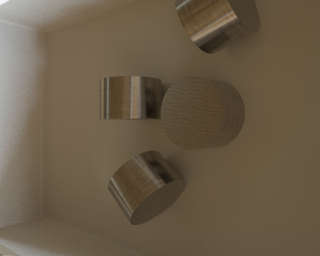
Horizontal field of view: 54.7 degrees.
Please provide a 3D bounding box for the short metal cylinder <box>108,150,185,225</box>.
[{"bbox_3d":[-0.016,0.074,0.385,0.050,0.081,0.080,49,119,29],"label":"short metal cylinder"}]

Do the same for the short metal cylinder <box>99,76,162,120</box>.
[{"bbox_3d":[-0.038,-0.036,0.402,0.080,0.081,0.050,0,90,40],"label":"short metal cylinder"}]

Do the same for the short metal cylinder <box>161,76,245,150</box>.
[{"bbox_3d":[0.048,-0.016,0.351,0.080,0.050,0.080,0,90,40],"label":"short metal cylinder"}]

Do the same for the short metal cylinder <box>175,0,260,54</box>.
[{"bbox_3d":[0.061,-0.124,0.321,0.050,0.081,0.080,-21,77,38],"label":"short metal cylinder"}]
